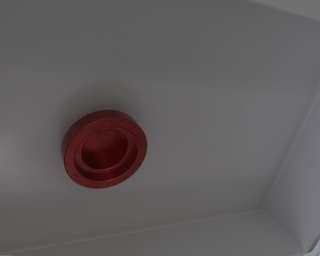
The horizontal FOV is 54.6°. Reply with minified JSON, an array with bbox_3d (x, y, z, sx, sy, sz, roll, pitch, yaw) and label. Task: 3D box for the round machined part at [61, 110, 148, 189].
[{"bbox_3d":[-0.068,0.021,0.373,0.099,0.042,0.097,-14,124,-21],"label":"round machined part"}]
